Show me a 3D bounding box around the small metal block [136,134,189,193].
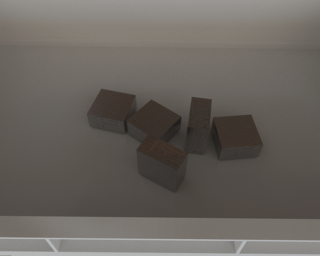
[{"bbox_3d":[0.002,0.041,0.352,0.050,0.050,0.025,25,55,18],"label":"small metal block"}]

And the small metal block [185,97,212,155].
[{"bbox_3d":[0.048,-0.003,0.390,0.025,0.050,0.050,8,51,5],"label":"small metal block"}]

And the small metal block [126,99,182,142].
[{"bbox_3d":[-0.008,-0.004,0.405,0.050,0.025,0.050,32,56,23],"label":"small metal block"}]

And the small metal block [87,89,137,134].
[{"bbox_3d":[-0.064,-0.023,0.421,0.050,0.025,0.050,12,51,9],"label":"small metal block"}]

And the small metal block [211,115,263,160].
[{"bbox_3d":[0.096,0.011,0.394,0.050,0.025,0.050,-4,50,-4],"label":"small metal block"}]
